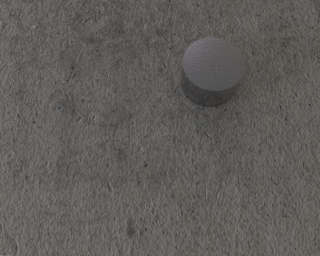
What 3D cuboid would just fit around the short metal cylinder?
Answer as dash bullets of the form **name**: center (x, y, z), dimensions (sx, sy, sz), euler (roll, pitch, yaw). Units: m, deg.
- **short metal cylinder**: center (0.069, -0.075, 0.423), dimensions (0.080, 0.050, 0.080), euler (0, 70, 0)
